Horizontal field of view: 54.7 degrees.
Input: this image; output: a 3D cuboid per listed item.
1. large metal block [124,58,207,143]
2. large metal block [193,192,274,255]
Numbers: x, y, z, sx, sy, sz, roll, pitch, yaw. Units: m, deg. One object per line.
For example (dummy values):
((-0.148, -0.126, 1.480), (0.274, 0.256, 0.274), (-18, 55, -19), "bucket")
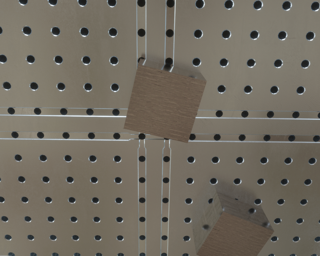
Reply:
((0.005, -0.035, 0.387), (0.081, 0.050, 0.079), (13, 110, -5), "large metal block")
((0.105, 0.153, 0.458), (0.080, 0.050, 0.079), (23, 108, -9), "large metal block")
